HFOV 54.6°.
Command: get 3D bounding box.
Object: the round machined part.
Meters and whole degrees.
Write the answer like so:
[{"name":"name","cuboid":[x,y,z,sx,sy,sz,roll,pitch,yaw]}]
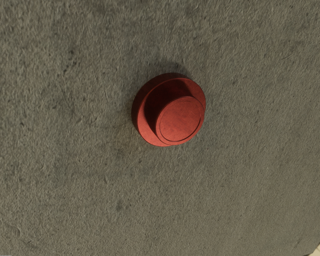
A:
[{"name":"round machined part","cuboid":[0.017,-0.017,0.394,0.099,0.042,0.097,-14,124,-21]}]
